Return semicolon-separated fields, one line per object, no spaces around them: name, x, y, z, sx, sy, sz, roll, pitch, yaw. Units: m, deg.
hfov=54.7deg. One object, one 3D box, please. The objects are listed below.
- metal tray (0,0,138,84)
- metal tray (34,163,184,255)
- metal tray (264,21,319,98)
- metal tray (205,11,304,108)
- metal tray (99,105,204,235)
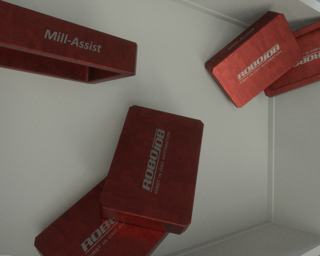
metal tray;-0.098;-0.070;0.282;0.131;0.090;0.030;6;87;-40
metal tray;-0.049;0.107;0.327;0.131;0.090;0.030;-40;158;-33
metal tray;0.231;-0.114;0.523;0.030;0.130;0.090;-6;77;-66
metal tray;0.147;-0.104;0.483;0.130;0.030;0.090;-39;121;7
metal tray;-0.005;0.041;0.342;0.091;0.030;0.130;13;55;0
